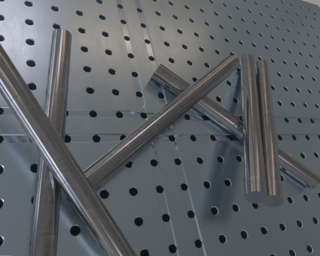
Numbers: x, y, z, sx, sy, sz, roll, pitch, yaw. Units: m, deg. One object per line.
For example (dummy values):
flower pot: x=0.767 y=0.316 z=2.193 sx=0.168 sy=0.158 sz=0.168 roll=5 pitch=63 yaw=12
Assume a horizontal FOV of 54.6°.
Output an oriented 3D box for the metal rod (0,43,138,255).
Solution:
metal rod: x=-0.091 y=0.042 z=0.303 sx=0.025 sy=0.025 sz=0.299 roll=-33 pitch=89 yaw=-38

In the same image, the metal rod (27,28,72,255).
metal rod: x=-0.117 y=0.007 z=0.340 sx=0.025 sy=0.025 sz=0.299 roll=8 pitch=58 yaw=-24

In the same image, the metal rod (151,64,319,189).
metal rod: x=0.117 y=0.000 z=0.470 sx=0.301 sy=0.025 sz=0.025 roll=35 pitch=51 yaw=-5

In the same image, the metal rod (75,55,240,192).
metal rod: x=0.015 y=-0.020 z=0.405 sx=0.025 sy=0.025 sz=0.302 roll=47 pitch=58 yaw=4

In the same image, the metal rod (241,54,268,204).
metal rod: x=0.136 y=-0.023 z=0.464 sx=0.025 sy=0.025 sz=0.300 roll=26 pitch=43 yaw=-12

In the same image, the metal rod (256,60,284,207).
metal rod: x=0.162 y=-0.015 z=0.476 sx=0.025 sy=0.025 sz=0.300 roll=27 pitch=44 yaw=-11
